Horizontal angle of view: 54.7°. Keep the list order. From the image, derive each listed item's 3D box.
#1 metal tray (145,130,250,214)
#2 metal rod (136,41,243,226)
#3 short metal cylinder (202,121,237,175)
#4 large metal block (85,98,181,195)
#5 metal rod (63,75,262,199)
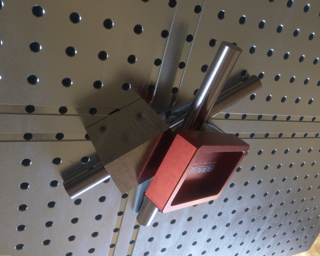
[{"bbox_3d":[0.050,0.050,0.377,0.131,0.030,0.089,5,118,-52],"label":"metal tray"},{"bbox_3d":[0.027,0.028,0.415,0.025,0.025,0.298,4,126,-31],"label":"metal rod"},{"bbox_3d":[0.066,0.034,0.453,0.081,0.050,0.079,-14,125,-21],"label":"short metal cylinder"},{"bbox_3d":[-0.033,0.019,0.370,0.080,0.080,0.050,-30,129,-10],"label":"large metal block"},{"bbox_3d":[0.011,0.007,0.424,0.301,0.025,0.025,-30,129,-10],"label":"metal rod"}]
